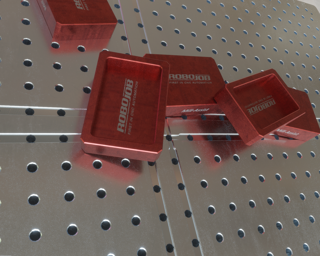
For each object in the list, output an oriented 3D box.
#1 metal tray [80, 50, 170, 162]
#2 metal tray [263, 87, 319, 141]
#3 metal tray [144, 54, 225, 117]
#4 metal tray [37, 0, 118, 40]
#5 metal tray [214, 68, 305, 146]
[{"bbox_3d":[-0.039,-0.029,0.380,0.091,0.030,0.130,9,63,-7],"label":"metal tray"},{"bbox_3d":[0.212,-0.032,0.541,0.131,0.030,0.090,11,57,-23],"label":"metal tray"},{"bbox_3d":[0.039,-0.065,0.467,0.131,0.030,0.090,-5,64,-31],"label":"metal tray"},{"bbox_3d":[-0.129,-0.190,0.453,0.091,0.030,0.130,-14,69,-34],"label":"metal tray"},{"bbox_3d":[0.155,-0.036,0.473,0.131,0.030,0.090,-22,74,-36],"label":"metal tray"}]
